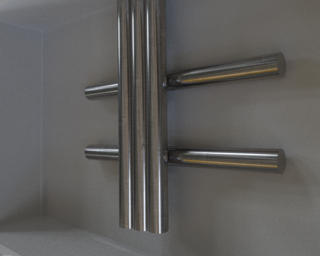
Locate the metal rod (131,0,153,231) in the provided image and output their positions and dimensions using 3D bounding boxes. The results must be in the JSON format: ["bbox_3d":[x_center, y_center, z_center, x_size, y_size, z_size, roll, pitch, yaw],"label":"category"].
[{"bbox_3d":[-0.023,-0.024,0.390,0.025,0.025,0.298,-1,89,40],"label":"metal rod"}]

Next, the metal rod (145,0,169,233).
[{"bbox_3d":[-0.004,-0.026,0.375,0.025,0.025,0.298,-1,89,40],"label":"metal rod"}]

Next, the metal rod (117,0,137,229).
[{"bbox_3d":[-0.042,-0.021,0.407,0.025,0.025,0.298,-1,89,40],"label":"metal rod"}]

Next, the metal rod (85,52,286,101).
[{"bbox_3d":[0.005,-0.059,0.402,0.300,0.025,0.025,-2,89,40],"label":"metal rod"}]

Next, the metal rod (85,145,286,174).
[{"bbox_3d":[0.005,0.036,0.402,0.300,0.025,0.025,-1,89,40],"label":"metal rod"}]
